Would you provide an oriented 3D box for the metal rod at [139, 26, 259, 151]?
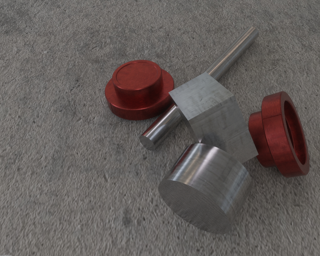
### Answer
[{"bbox_3d":[0.073,-0.074,0.465,0.025,0.025,0.301,29,56,22],"label":"metal rod"}]

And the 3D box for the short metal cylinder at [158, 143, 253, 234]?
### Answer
[{"bbox_3d":[0.046,0.062,0.315,0.080,0.080,0.050,26,56,20],"label":"short metal cylinder"}]

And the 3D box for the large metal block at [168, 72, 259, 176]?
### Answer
[{"bbox_3d":[0.058,-0.007,0.350,0.050,0.080,0.080,-29,29,2],"label":"large metal block"}]

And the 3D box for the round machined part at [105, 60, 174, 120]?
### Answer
[{"bbox_3d":[-0.029,-0.059,0.434,0.099,0.042,0.098,-4,46,4],"label":"round machined part"}]

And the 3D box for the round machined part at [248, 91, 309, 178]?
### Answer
[{"bbox_3d":[0.136,0.010,0.361,0.042,0.098,0.098,-17,41,33],"label":"round machined part"}]
